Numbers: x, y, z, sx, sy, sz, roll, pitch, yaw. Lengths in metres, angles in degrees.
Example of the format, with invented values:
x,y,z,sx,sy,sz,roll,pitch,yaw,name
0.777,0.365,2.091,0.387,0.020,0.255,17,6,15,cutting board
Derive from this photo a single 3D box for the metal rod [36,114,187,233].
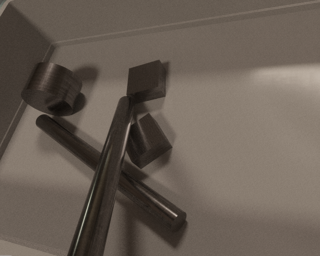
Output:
x,y,z,sx,sy,sz,roll,pitch,yaw,name
-0.086,0.045,0.421,0.300,0.025,0.025,28,77,37,metal rod

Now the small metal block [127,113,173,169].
x,y,z,sx,sy,sz,roll,pitch,yaw,name
-0.020,0.017,0.404,0.050,0.025,0.050,-35,52,4,small metal block

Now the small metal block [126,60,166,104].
x,y,z,sx,sy,sz,roll,pitch,yaw,name
-0.019,-0.067,0.456,0.050,0.025,0.050,-12,57,21,small metal block

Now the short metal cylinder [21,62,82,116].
x,y,z,sx,sy,sz,roll,pitch,yaw,name
-0.171,-0.060,0.495,0.080,0.080,0.050,-2,61,27,short metal cylinder

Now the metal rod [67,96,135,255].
x,y,z,sx,sy,sz,roll,pitch,yaw,name
-0.051,0.039,0.318,0.025,0.025,0.300,-23,27,14,metal rod
